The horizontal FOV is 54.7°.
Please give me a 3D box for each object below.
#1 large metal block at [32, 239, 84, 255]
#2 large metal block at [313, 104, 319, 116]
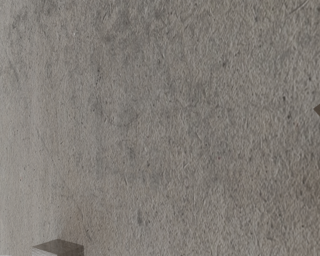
[{"bbox_3d":[-0.175,0.244,0.533,0.080,0.050,0.080,-6,86,40],"label":"large metal block"},{"bbox_3d":[0.184,-0.009,0.236,0.080,0.050,0.080,-46,63,30],"label":"large metal block"}]
